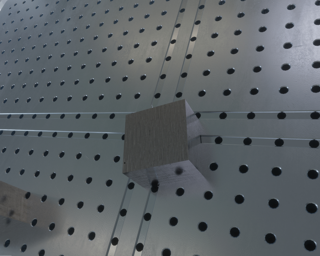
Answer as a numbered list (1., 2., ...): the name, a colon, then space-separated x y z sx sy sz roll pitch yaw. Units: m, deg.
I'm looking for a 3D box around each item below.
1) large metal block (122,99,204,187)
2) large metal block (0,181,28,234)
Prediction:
1. large metal block: 0.004 0.020 0.379 0.080 0.050 0.080 -14 56 20
2. large metal block: -0.248 0.115 0.435 0.080 0.080 0.050 -26 53 12
